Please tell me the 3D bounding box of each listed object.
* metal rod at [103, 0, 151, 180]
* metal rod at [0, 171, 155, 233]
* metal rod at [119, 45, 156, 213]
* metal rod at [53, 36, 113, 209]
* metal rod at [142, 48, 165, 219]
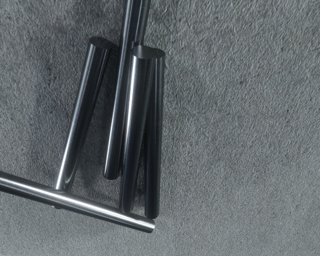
[{"bbox_3d":[-0.043,-0.043,0.369,0.025,0.025,0.298,9,130,-8],"label":"metal rod"},{"bbox_3d":[-0.128,0.117,0.476,0.301,0.025,0.025,29,125,-33],"label":"metal rod"},{"bbox_3d":[-0.036,0.028,0.413,0.025,0.025,0.298,6,135,-5],"label":"metal rod"},{"bbox_3d":[-0.114,0.016,0.419,0.025,0.025,0.298,16,128,-13],"label":"metal rod"},{"bbox_3d":[-0.010,0.032,0.433,0.025,0.025,0.298,1,130,-1],"label":"metal rod"}]
